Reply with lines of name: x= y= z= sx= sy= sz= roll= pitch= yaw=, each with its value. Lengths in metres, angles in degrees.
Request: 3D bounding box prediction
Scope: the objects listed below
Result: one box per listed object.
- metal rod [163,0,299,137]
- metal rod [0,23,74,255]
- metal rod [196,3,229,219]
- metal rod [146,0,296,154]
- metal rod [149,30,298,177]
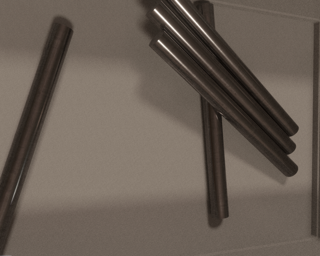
metal rod: x=0.103 y=-0.084 z=0.427 sx=0.301 sy=0.025 sz=0.025 roll=40 pitch=77 yaw=-25
metal rod: x=-0.156 y=0.024 z=0.353 sx=0.025 sy=0.025 sz=0.299 roll=18 pitch=84 yaw=-20
metal rod: x=0.074 y=-0.022 z=0.439 sx=0.025 sy=0.025 sz=0.298 roll=-5 pitch=92 yaw=-20
metal rod: x=0.097 y=-0.054 z=0.423 sx=0.301 sy=0.025 sz=0.025 roll=39 pitch=77 yaw=-25
metal rod: x=0.101 y=-0.019 z=0.425 sx=0.301 sy=0.025 sz=0.025 roll=39 pitch=77 yaw=-25
